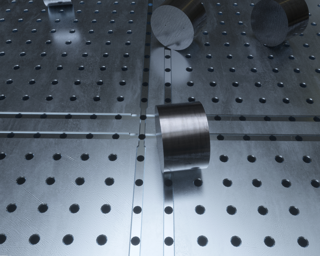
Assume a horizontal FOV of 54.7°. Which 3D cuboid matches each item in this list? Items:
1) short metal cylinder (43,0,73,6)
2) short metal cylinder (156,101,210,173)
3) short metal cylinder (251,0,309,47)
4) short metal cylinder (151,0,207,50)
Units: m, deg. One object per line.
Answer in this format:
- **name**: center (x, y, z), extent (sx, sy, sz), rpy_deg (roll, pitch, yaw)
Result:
- **short metal cylinder**: center (-0.204, -0.283, 0.607), extent (0.050, 0.080, 0.080), rpy_deg (-8, 51, -7)
- **short metal cylinder**: center (0.024, 0.010, 0.364), extent (0.050, 0.080, 0.080), rpy_deg (-6, 50, -5)
- **short metal cylinder**: center (0.204, -0.187, 0.532), extent (0.050, 0.080, 0.080), rpy_deg (-27, 56, -21)
- **short metal cylinder**: center (0.032, -0.180, 0.524), extent (0.080, 0.080, 0.050), rpy_deg (23, 54, 18)
